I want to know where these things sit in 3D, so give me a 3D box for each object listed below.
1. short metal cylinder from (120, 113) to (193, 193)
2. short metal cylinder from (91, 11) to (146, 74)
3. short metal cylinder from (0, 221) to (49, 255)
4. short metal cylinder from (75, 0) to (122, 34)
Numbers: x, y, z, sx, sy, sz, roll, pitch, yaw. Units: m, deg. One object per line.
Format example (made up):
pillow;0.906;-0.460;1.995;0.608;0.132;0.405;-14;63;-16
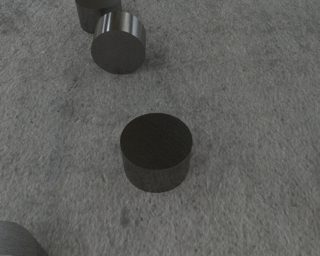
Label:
short metal cylinder;-0.004;0.028;0.363;0.081;0.050;0.080;0;50;0
short metal cylinder;-0.062;-0.129;0.475;0.081;0.080;0.050;-1;50;-1
short metal cylinder;-0.144;0.131;0.275;0.081;0.050;0.080;0;50;0
short metal cylinder;-0.110;-0.216;0.567;0.081;0.050;0.080;0;50;0
